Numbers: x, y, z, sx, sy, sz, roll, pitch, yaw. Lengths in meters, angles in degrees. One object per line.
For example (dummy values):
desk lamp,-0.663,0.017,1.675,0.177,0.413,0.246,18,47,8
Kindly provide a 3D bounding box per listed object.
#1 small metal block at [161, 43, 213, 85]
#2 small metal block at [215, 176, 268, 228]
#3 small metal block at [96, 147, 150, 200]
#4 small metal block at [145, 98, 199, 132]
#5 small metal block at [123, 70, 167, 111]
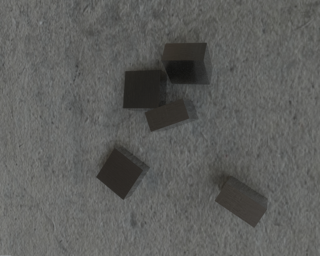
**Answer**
small metal block,0.035,-0.078,0.380,0.050,0.050,0.025,4,66,19
small metal block,0.096,0.084,0.362,0.050,0.050,0.025,33,101,16
small metal block,-0.051,0.061,0.426,0.050,0.025,0.050,36,101,16
small metal block,0.016,-0.015,0.389,0.050,0.050,0.025,-19,84,18
small metal block,-0.019,-0.049,0.412,0.050,0.025,0.050,2,85,20
